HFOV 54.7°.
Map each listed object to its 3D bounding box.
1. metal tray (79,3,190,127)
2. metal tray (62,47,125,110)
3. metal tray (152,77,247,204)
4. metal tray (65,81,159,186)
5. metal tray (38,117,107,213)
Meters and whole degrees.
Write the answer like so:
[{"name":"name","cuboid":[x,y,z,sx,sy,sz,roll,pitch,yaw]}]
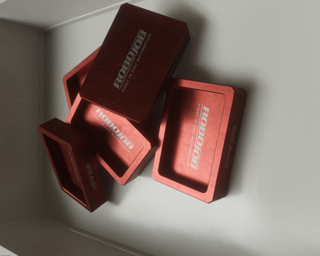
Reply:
[{"name":"metal tray","cuboid":[-0.030,-0.078,0.379,0.090,0.030,0.130,24,86,14]},{"name":"metal tray","cuboid":[-0.095,-0.064,0.477,0.130,0.030,0.090,-26,74,36]},{"name":"metal tray","cuboid":[0.043,0.011,0.364,0.090,0.030,0.129,16,100,38]},{"name":"metal tray","cuboid":[-0.066,0.003,0.426,0.130,0.030,0.089,45,124,14]},{"name":"metal tray","cuboid":[-0.131,0.056,0.468,0.090,0.030,0.129,22,133,37]}]
